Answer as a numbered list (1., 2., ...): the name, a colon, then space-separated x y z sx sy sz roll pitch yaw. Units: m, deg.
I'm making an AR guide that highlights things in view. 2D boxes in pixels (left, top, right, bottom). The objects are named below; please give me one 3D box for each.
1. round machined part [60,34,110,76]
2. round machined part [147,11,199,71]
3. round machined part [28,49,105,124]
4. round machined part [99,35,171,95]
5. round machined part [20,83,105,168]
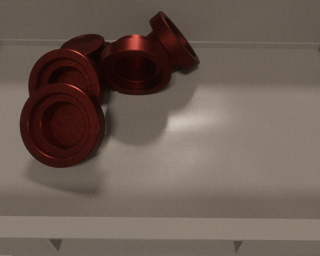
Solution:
1. round machined part: -0.112 -0.108 0.471 0.099 0.042 0.098 -7 42 7
2. round machined part: 0.015 -0.126 0.477 0.042 0.098 0.098 -36 49 19
3. round machined part: -0.120 -0.054 0.415 0.098 0.097 0.042 12 8 9
4. round machined part: -0.034 -0.090 0.429 0.099 0.098 0.042 0 62 0
5. round machined part: -0.112 -0.003 0.374 0.098 0.042 0.097 0 93 11
